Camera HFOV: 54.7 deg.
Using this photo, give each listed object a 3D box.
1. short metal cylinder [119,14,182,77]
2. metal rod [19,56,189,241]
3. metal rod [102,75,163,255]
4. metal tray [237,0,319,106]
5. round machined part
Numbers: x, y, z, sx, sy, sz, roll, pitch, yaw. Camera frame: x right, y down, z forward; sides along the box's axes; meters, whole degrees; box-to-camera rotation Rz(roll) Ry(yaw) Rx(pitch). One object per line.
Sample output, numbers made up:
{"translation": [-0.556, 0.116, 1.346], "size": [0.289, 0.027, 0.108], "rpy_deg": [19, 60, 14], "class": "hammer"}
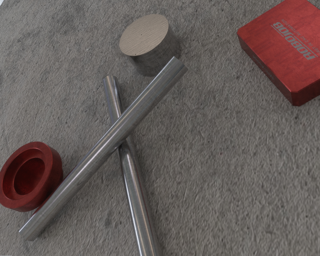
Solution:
{"translation": [-0.014, -0.125, 0.472], "size": [0.080, 0.050, 0.080], "rpy_deg": [-13, 56, 21], "class": "short metal cylinder"}
{"translation": [-0.075, 0.030, 0.395], "size": [0.300, 0.025, 0.025], "rpy_deg": [-48, 51, 6], "class": "metal rod"}
{"translation": [-0.041, 0.040, 0.400], "size": [0.025, 0.025, 0.299], "rpy_deg": [-27, 52, 11], "class": "metal rod"}
{"translation": [0.165, -0.098, 0.374], "size": [0.090, 0.030, 0.130], "rpy_deg": [-31, 52, 8], "class": "metal tray"}
{"translation": [-0.179, 0.072, 0.443], "size": [0.098, 0.042, 0.098], "rpy_deg": [-13, 56, 21], "class": "round machined part"}
